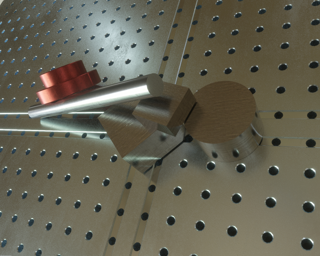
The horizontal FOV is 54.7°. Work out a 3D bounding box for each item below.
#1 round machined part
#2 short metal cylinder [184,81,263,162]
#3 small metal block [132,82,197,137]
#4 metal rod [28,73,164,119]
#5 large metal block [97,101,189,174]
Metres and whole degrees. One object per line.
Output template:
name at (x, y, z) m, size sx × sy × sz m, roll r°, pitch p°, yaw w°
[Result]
round machined part at (-0.146, -0.075, 0.483) m, size 0.098 × 0.042 × 0.098 m, roll -19°, pitch 15°, yaw 6°
short metal cylinder at (0.074, -0.007, 0.357) m, size 0.080 × 0.050 × 0.080 m, roll -13°, pitch 56°, yaw 20°
small metal block at (0.005, -0.024, 0.352) m, size 0.050 × 0.025 × 0.050 m, roll 20°, pitch 72°, yaw 35°
metal rod at (-0.111, -0.036, 0.431) m, size 0.300 × 0.025 × 0.025 m, roll -5°, pitch 58°, yaw 45°
large metal block at (-0.021, -0.003, 0.401) m, size 0.080 × 0.050 × 0.080 m, roll -39°, pitch 51°, yaw 1°
